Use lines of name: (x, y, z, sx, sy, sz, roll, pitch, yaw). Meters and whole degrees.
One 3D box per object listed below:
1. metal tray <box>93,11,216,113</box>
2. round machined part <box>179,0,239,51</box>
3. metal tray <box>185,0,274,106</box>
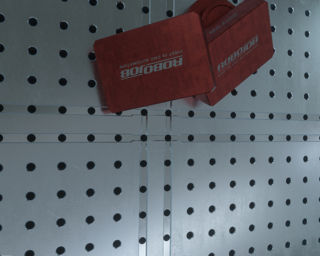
metal tray: (-0.007, -0.074, 0.369, 0.130, 0.030, 0.089, -11, 95, 17)
round machined part: (0.080, -0.136, 0.433, 0.099, 0.042, 0.097, 0, 90, -20)
metal tray: (0.095, -0.102, 0.420, 0.130, 0.030, 0.090, -39, 133, -14)
